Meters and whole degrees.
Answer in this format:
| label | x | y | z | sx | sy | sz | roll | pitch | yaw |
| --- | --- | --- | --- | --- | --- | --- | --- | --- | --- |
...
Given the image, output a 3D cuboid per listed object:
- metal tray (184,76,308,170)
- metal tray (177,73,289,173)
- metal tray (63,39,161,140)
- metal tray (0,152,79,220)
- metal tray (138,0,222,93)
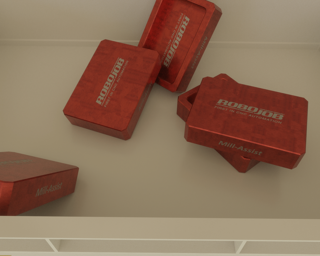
| label | x | y | z | sx | sy | sz | roll | pitch | yaw |
| --- | --- | --- | --- | --- | --- | --- | --- | --- | --- |
| metal tray | 0.104 | -0.010 | 0.372 | 0.131 | 0.030 | 0.090 | 15 | 51 | 12 |
| metal tray | 0.096 | -0.013 | 0.413 | 0.091 | 0.030 | 0.130 | -30 | 56 | -23 |
| metal tray | -0.062 | -0.056 | 0.427 | 0.090 | 0.030 | 0.130 | 16 | 67 | 12 |
| metal tray | -0.148 | 0.049 | 0.300 | 0.090 | 0.130 | 0.030 | 11 | 90 | 9 |
| metal tray | 0.020 | -0.127 | 0.449 | 0.090 | 0.129 | 0.030 | 33 | 19 | 24 |
